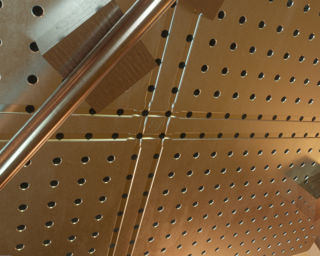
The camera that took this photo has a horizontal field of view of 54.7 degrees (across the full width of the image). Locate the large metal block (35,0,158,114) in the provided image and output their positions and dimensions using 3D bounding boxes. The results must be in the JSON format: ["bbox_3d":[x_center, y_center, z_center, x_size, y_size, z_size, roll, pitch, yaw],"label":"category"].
[{"bbox_3d":[-0.063,-0.076,0.315,0.080,0.050,0.080,-40,130,-2],"label":"large metal block"}]

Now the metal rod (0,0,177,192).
[{"bbox_3d":[-0.076,-0.037,0.283,0.300,0.025,0.025,-46,130,4],"label":"metal rod"}]

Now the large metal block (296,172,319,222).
[{"bbox_3d":[0.354,0.148,0.685,0.080,0.050,0.080,-25,128,-13],"label":"large metal block"}]

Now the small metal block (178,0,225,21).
[{"bbox_3d":[0.048,-0.156,0.343,0.050,0.025,0.050,19,108,-36],"label":"small metal block"}]
